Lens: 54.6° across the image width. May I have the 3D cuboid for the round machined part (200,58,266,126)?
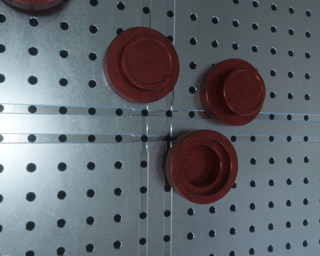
[{"bbox_3d":[0.110,-0.051,0.444,0.099,0.042,0.097,0,90,-20],"label":"round machined part"}]

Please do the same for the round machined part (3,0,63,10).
[{"bbox_3d":[-0.147,-0.182,0.349,0.099,0.042,0.097,0,90,-20],"label":"round machined part"}]

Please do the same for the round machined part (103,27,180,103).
[{"bbox_3d":[-0.020,-0.081,0.396,0.099,0.042,0.097,0,90,-20],"label":"round machined part"}]

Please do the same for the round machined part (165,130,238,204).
[{"bbox_3d":[0.053,0.051,0.423,0.099,0.042,0.097,0,90,-20],"label":"round machined part"}]
